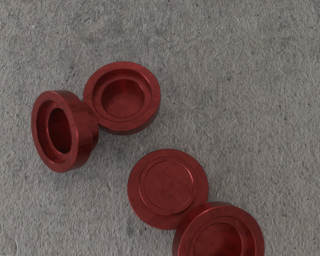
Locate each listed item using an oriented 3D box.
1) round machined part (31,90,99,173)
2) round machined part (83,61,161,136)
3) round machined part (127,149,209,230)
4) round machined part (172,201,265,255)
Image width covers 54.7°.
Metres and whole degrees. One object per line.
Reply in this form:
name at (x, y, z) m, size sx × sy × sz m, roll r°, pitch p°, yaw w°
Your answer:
round machined part at (-0.112, 0.002, 0.379) m, size 0.042 × 0.098 × 0.098 m, roll -13°, pitch 64°, yaw -49°
round machined part at (-0.048, -0.036, 0.412) m, size 0.099 × 0.042 × 0.098 m, roll 0°, pitch 70°, yaw 0°
round machined part at (0.010, 0.072, 0.373) m, size 0.099 × 0.042 × 0.098 m, roll 0°, pitch 70°, yaw 0°
round machined part at (0.060, 0.129, 0.340) m, size 0.099 × 0.042 × 0.097 m, roll 0°, pitch 90°, yaw -15°
